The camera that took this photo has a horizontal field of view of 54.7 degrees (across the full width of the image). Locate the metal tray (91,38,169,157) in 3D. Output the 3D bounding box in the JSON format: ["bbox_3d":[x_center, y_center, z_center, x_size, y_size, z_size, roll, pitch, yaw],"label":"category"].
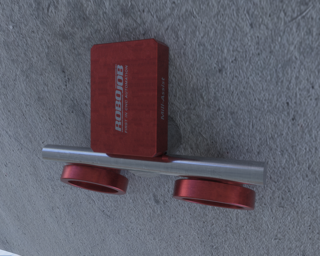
[{"bbox_3d":[-0.037,-0.034,0.367,0.090,0.030,0.129,2,93,26],"label":"metal tray"}]

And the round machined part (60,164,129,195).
[{"bbox_3d":[-0.095,0.069,0.467,0.099,0.042,0.098,9,159,4],"label":"round machined part"}]

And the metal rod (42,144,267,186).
[{"bbox_3d":[-0.027,0.041,0.383,0.301,0.025,0.025,2,120,26],"label":"metal rod"}]

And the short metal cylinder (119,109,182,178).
[{"bbox_3d":[-0.017,0.019,0.412,0.080,0.050,0.079,13,124,20],"label":"short metal cylinder"}]

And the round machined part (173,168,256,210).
[{"bbox_3d":[0.067,0.072,0.383,0.099,0.042,0.098,9,164,3],"label":"round machined part"}]
